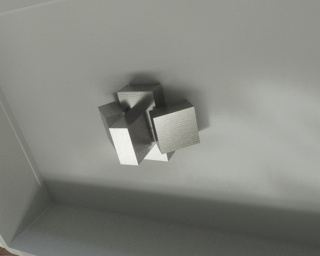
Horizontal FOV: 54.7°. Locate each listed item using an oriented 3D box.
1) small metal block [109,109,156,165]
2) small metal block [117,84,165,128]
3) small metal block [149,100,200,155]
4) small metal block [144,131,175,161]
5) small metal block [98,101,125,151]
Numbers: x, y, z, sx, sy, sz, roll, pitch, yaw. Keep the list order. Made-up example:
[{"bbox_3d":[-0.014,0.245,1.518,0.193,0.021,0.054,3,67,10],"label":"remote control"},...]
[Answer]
[{"bbox_3d":[-0.032,0.010,0.380,0.025,0.050,0.050,0,119,27],"label":"small metal block"},{"bbox_3d":[-0.022,-0.028,0.399,0.050,0.025,0.050,2,120,26],"label":"small metal block"},{"bbox_3d":[0.018,-0.001,0.381,0.050,0.025,0.050,-17,117,-8],"label":"small metal block"},{"bbox_3d":[-0.011,0.016,0.421,0.050,0.025,0.050,3,120,27],"label":"small metal block"},{"bbox_3d":[-0.060,-0.003,0.419,0.050,0.025,0.050,-137,29,-60],"label":"small metal block"}]
